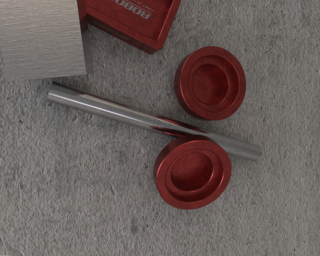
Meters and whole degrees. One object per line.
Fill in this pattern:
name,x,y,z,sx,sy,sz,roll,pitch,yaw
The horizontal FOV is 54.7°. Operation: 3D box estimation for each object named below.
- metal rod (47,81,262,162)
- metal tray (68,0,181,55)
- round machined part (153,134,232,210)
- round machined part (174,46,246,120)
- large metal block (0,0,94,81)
metal rod,0.008,-0.002,0.412,0.302,0.025,0.025,17,85,-20
metal tray,-0.045,-0.162,0.389,0.131,0.030,0.090,23,82,-19
round machined part,0.039,0.053,0.404,0.099,0.042,0.097,-5,111,-12
round machined part,0.064,-0.059,0.424,0.099,0.042,0.097,0,90,-20
large metal block,-0.120,-0.095,0.333,0.081,0.050,0.079,-5,101,-2
